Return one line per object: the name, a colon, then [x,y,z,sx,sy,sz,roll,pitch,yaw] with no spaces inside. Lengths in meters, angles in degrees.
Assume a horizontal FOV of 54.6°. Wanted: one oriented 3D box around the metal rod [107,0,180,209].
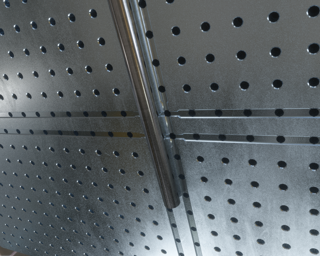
metal rod: [-0.014,-0.016,0.410,0.025,0.025,0.298,0,119,28]
